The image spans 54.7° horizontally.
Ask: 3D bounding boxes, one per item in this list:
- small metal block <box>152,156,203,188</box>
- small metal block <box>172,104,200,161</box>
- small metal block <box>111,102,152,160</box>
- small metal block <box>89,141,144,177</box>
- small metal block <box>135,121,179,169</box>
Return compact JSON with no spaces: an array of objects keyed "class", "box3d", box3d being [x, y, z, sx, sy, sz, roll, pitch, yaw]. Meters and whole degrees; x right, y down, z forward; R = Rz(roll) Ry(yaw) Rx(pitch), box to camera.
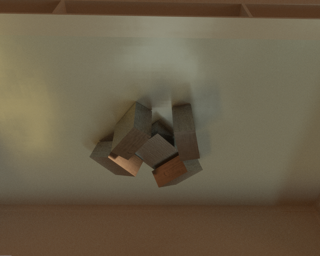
[{"class":"small metal block","box3d":[0.025,0.061,0.442,0.050,0.025,0.050,-34,160,24]},{"class":"small metal block","box3d":[0.033,0.006,0.395,0.025,0.050,0.050,-9,130,6]},{"class":"small metal block","box3d":[-0.035,0.004,0.392,0.025,0.050,0.050,30,124,-23]},{"class":"small metal block","box3d":[-0.060,0.043,0.427,0.050,0.025,0.050,41,152,-30]},{"class":"small metal block","box3d":[-0.005,0.026,0.428,0.050,0.025,0.050,-34,123,25]}]
